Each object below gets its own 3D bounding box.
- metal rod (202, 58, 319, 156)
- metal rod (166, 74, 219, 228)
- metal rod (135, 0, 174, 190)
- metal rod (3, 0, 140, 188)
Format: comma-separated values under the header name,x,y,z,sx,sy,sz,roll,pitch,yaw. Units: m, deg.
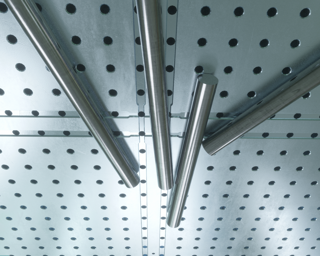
name,x,y,z,sx,sy,sz,roll,pitch,yaw
metal rod,0.171,-0.054,0.368,0.025,0.025,0.299,36,121,-27
metal rod,0.040,0.055,0.459,0.025,0.025,0.298,4,130,-4
metal rod,-0.002,-0.025,0.390,0.025,0.025,0.298,-4,130,2
metal rod,-0.092,-0.023,0.390,0.025,0.025,0.299,-15,129,12
